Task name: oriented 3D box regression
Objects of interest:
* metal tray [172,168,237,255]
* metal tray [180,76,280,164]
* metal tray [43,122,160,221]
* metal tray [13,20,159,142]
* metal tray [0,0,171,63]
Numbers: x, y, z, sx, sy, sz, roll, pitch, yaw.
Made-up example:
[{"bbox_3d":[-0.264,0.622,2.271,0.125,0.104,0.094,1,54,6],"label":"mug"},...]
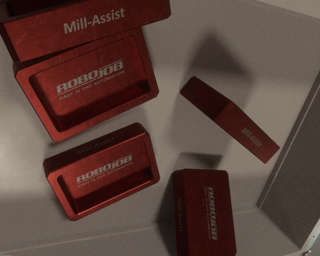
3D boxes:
[{"bbox_3d":[0.068,0.130,0.472,0.091,0.030,0.129,7,71,-32],"label":"metal tray"},{"bbox_3d":[0.094,-0.010,0.413,0.130,0.090,0.030,34,99,-39],"label":"metal tray"},{"bbox_3d":[-0.070,0.057,0.403,0.131,0.030,0.089,-23,127,-15],"label":"metal tray"},{"bbox_3d":[-0.073,-0.051,0.334,0.131,0.030,0.090,-26,128,-13],"label":"metal tray"},{"bbox_3d":[-0.068,-0.102,0.266,0.131,0.090,0.030,-22,127,-15],"label":"metal tray"}]
